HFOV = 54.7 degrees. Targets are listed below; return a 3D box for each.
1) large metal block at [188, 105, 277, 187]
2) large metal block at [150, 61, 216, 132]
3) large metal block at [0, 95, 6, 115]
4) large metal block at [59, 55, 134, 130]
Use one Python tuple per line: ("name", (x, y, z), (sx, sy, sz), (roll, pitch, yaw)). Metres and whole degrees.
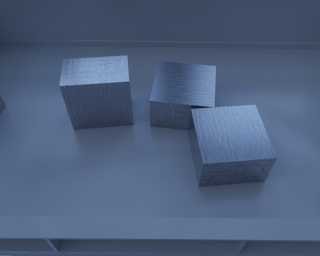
("large metal block", (0.081, 0.020, 0.373), (0.081, 0.050, 0.080), (-4, 50, -4))
("large metal block", (0.032, -0.044, 0.426), (0.080, 0.050, 0.080), (6, 50, 5))
("large metal block", (-0.252, -0.030, 0.392), (0.050, 0.080, 0.080), (6, 50, 5))
("large metal block", (-0.079, -0.045, 0.406), (0.081, 0.080, 0.050), (-5, 50, -4))
